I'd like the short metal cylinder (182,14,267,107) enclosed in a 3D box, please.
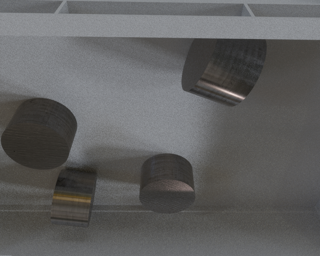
[{"bbox_3d":[0.062,-0.067,0.316,0.050,0.080,0.079,18,128,-15],"label":"short metal cylinder"}]

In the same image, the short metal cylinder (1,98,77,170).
[{"bbox_3d":[-0.152,0.008,0.398,0.081,0.050,0.079,0,130,0],"label":"short metal cylinder"}]

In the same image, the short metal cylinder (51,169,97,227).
[{"bbox_3d":[-0.126,0.104,0.460,0.050,0.080,0.079,8,130,-7],"label":"short metal cylinder"}]

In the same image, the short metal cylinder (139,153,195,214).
[{"bbox_3d":[0.011,0.084,0.464,0.081,0.050,0.079,0,130,0],"label":"short metal cylinder"}]
